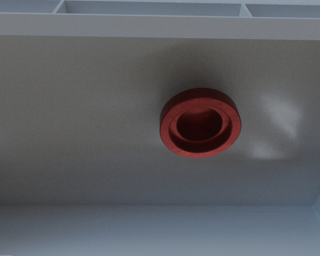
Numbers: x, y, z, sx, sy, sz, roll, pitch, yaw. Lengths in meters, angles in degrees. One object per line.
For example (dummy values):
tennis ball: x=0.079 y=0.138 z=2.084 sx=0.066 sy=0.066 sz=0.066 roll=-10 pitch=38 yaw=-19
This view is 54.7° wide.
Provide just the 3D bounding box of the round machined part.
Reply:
round machined part: x=0.049 y=-0.010 z=0.390 sx=0.099 sy=0.042 sz=0.097 roll=-1 pitch=130 yaw=0
